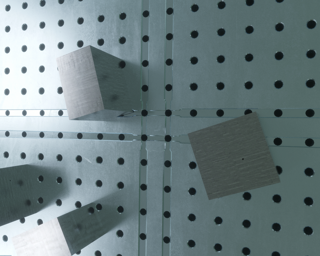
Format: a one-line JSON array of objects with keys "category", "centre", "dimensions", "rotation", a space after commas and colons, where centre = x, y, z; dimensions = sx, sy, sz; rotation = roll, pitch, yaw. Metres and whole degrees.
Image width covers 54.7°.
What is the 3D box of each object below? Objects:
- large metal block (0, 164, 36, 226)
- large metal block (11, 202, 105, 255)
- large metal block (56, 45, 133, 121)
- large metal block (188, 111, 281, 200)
[{"category": "large metal block", "centre": [-0.243, 0.103, 0.467], "dimensions": [0.050, 0.080, 0.080], "rotation": [-14, 85, 19]}, {"category": "large metal block", "centre": [-0.139, 0.150, 0.431], "dimensions": [0.080, 0.080, 0.050], "rotation": [-27, 82, 18]}, {"category": "large metal block", "centre": [-0.084, -0.055, 0.412], "dimensions": [0.050, 0.080, 0.080], "rotation": [-15, 85, 19]}, {"category": "large metal block", "centre": [0.088, 0.032, 0.368], "dimensions": [0.080, 0.050, 0.080], "rotation": [-19, 84, 18]}]
